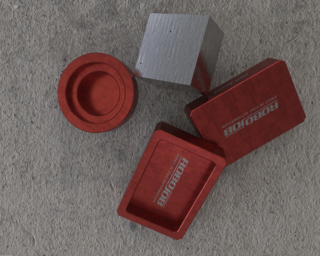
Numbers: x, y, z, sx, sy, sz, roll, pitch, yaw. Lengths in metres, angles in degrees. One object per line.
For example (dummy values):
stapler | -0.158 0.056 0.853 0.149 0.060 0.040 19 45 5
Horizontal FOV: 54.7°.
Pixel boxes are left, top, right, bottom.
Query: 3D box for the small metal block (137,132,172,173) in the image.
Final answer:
small metal block | 0.006 0.028 0.410 0.050 0.025 0.050 35 90 0

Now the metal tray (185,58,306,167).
metal tray | 0.108 -0.018 0.394 0.130 0.030 0.090 -30 111 0

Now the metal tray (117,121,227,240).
metal tray | 0.012 0.068 0.383 0.090 0.030 0.129 24 111 -3

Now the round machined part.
round machined part | -0.075 -0.043 0.395 0.098 0.042 0.097 0 92 10

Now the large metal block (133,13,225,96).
large metal block | 0.023 -0.090 0.380 0.080 0.050 0.080 15 90 31
